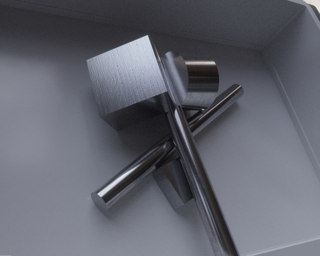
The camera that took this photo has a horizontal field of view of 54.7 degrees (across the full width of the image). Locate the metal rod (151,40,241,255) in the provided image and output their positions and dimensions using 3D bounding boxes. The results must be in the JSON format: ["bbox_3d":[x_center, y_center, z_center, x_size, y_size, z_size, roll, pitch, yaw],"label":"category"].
[{"bbox_3d":[0.029,0.014,0.379,0.025,0.025,0.299,-5,63,-31],"label":"metal rod"}]

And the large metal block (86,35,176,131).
[{"bbox_3d":[-0.035,-0.053,0.378,0.080,0.050,0.080,-20,67,7],"label":"large metal block"}]

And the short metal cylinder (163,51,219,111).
[{"bbox_3d":[0.035,-0.063,0.427,0.050,0.080,0.080,-4,64,-32],"label":"short metal cylinder"}]

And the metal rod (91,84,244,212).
[{"bbox_3d":[0.032,0.008,0.417,0.025,0.025,0.302,49,51,6],"label":"metal rod"}]

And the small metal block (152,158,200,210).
[{"bbox_3d":[0.028,0.064,0.381,0.050,0.025,0.050,-24,75,-37],"label":"small metal block"}]
